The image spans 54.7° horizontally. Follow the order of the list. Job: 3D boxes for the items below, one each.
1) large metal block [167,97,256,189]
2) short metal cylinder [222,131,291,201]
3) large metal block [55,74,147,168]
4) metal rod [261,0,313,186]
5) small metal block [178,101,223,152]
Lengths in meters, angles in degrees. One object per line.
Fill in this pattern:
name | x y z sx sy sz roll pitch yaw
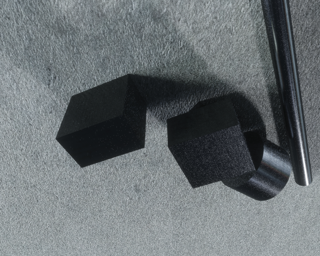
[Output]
large metal block | 0.062 0.020 0.376 0.080 0.050 0.080 -19 128 15
short metal cylinder | 0.126 0.051 0.416 0.050 0.080 0.080 28 125 -22
large metal block | -0.064 -0.009 0.363 0.080 0.080 0.050 -19 128 15
metal rod | 0.164 -0.026 0.386 0.025 0.025 0.299 -17 128 14
small metal block | 0.055 0.001 0.408 0.050 0.025 0.050 29 124 -23
